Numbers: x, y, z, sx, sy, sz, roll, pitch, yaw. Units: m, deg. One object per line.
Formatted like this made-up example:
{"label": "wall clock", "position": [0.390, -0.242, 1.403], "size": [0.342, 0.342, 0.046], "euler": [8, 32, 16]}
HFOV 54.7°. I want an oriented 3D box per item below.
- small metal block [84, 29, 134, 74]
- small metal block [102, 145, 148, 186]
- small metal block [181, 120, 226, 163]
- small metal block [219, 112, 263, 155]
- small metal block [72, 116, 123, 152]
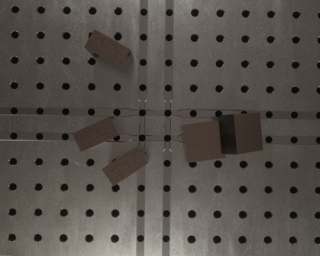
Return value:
{"label": "small metal block", "position": [-0.064, -0.097, 0.400], "size": [0.050, 0.050, 0.025], "euler": [29, 90, -1]}
{"label": "small metal block", "position": [-0.043, 0.047, 0.400], "size": [0.050, 0.050, 0.025], "euler": [-34, 90, 0]}
{"label": "small metal block", "position": [0.057, 0.017, 0.414], "size": [0.050, 0.025, 0.050], "euler": [-8, 90, -1]}
{"label": "small metal block", "position": [0.106, 0.006, 0.403], "size": [0.050, 0.025, 0.050], "euler": [-5, 90, -34]}
{"label": "small metal block", "position": [-0.078, 0.007, 0.400], "size": [0.050, 0.050, 0.025], "euler": [-25, 90, 0]}
